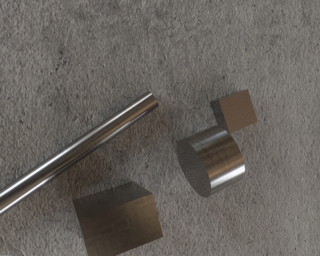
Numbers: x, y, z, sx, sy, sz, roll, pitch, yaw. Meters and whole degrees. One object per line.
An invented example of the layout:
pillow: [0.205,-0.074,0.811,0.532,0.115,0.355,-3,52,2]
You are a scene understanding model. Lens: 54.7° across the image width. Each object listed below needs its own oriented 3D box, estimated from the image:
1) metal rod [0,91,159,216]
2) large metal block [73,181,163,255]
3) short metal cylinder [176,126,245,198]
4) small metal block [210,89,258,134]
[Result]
metal rod: [-0.127,0.047,0.362,0.301,0.025,0.025,-36,102,-17]
large metal block: [-0.052,0.104,0.361,0.081,0.080,0.050,-15,95,-19]
short metal cylinder: [0.064,0.043,0.403,0.050,0.080,0.080,-23,98,-19]
small metal block: [0.107,-0.024,0.448,0.050,0.025,0.050,-22,97,-19]
